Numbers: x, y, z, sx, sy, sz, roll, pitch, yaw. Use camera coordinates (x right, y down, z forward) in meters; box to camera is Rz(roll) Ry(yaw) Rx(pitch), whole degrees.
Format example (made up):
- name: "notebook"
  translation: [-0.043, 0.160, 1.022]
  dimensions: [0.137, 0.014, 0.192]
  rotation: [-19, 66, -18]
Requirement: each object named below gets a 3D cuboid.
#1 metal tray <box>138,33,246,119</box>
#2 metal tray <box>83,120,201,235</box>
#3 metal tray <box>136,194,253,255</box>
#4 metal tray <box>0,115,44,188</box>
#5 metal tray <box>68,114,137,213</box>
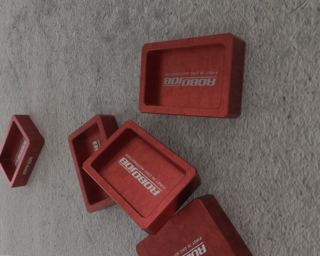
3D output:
- name: "metal tray"
  translation: [0.033, -0.060, 0.374]
  dimensions: [0.130, 0.030, 0.089]
  rotation: [6, 94, 39]
- name: "metal tray"
  translation: [-0.025, 0.057, 0.391]
  dimensions: [0.090, 0.030, 0.130]
  rotation: [-46, 55, -13]
- name: "metal tray"
  translation: [0.035, 0.152, 0.373]
  dimensions: [0.129, 0.030, 0.090]
  rotation: [-47, 62, 30]
- name: "metal tray"
  translation: [-0.292, 0.048, 0.643]
  dimensions: [0.090, 0.030, 0.129]
  rotation: [46, 117, 30]
- name: "metal tray"
  translation: [-0.091, 0.055, 0.477]
  dimensions: [0.090, 0.030, 0.130]
  rotation: [-31, 71, 35]
